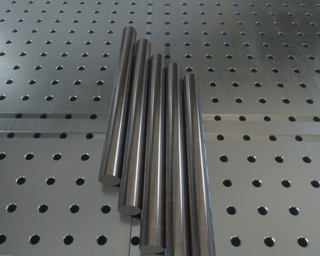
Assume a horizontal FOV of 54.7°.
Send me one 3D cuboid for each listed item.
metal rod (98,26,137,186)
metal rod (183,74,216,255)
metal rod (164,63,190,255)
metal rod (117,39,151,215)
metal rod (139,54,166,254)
[{"bbox_3d":[-0.056,-0.055,0.452,0.025,0.025,0.300,1,50,0],"label":"metal rod"},{"bbox_3d":[0.044,0.042,0.372,0.025,0.025,0.300,1,50,0],"label":"metal rod"},{"bbox_3d":[0.019,0.022,0.388,0.025,0.025,0.300,1,50,0],"label":"metal rod"},{"bbox_3d":[-0.031,-0.026,0.428,0.025,0.025,0.300,1,50,0],"label":"metal rod"},{"bbox_3d":[-0.006,0.005,0.402,0.025,0.025,0.300,1,50,0],"label":"metal rod"}]
